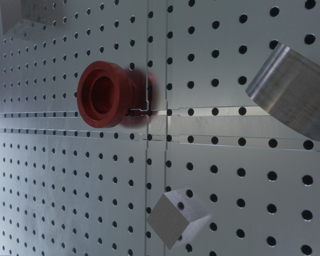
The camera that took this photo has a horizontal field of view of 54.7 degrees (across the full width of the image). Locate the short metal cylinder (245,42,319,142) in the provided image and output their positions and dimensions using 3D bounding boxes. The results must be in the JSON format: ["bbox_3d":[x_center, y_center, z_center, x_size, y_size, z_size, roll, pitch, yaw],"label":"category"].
[{"bbox_3d":[0.124,-0.033,0.271,0.080,0.081,0.050,45,117,30],"label":"short metal cylinder"}]

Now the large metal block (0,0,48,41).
[{"bbox_3d":[-0.274,-0.232,0.619,0.080,0.050,0.080,-16,80,39],"label":"large metal block"}]

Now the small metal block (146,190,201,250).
[{"bbox_3d":[0.016,0.117,0.396,0.050,0.025,0.050,44,116,31],"label":"small metal block"}]

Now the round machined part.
[{"bbox_3d":[-0.078,-0.048,0.462,0.098,0.042,0.097,0,90,40],"label":"round machined part"}]
